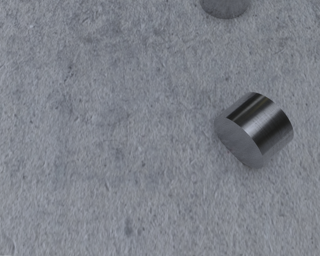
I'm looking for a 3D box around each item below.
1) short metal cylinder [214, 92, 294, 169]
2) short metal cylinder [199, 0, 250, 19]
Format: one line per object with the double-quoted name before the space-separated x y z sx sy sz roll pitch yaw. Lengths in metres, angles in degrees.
"short metal cylinder" 0.113 0.003 0.379 0.050 0.080 0.080 -38 75 -13
"short metal cylinder" 0.103 -0.216 0.475 0.081 0.050 0.080 0 70 0
